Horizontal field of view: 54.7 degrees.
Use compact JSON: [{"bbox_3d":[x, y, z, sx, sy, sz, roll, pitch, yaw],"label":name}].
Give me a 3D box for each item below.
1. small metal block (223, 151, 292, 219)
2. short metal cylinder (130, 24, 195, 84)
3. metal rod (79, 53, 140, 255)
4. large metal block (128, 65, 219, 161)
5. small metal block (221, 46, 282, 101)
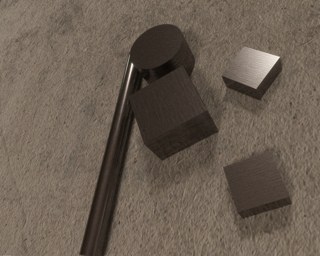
[{"bbox_3d":[0.098,0.058,0.316,0.050,0.025,0.050,-22,54,14],"label":"small metal block"},{"bbox_3d":[0.004,-0.102,0.447,0.080,0.050,0.080,-13,56,20],"label":"short metal cylinder"},{"bbox_3d":[-0.058,0.016,0.423,0.025,0.025,0.299,-5,59,25],"label":"metal rod"},{"bbox_3d":[0.016,-0.018,0.390,0.080,0.050,0.080,-29,52,10],"label":"large metal block"},{"bbox_3d":[0.114,-0.069,0.386,0.050,0.025,0.050,31,79,37],"label":"small metal block"}]
